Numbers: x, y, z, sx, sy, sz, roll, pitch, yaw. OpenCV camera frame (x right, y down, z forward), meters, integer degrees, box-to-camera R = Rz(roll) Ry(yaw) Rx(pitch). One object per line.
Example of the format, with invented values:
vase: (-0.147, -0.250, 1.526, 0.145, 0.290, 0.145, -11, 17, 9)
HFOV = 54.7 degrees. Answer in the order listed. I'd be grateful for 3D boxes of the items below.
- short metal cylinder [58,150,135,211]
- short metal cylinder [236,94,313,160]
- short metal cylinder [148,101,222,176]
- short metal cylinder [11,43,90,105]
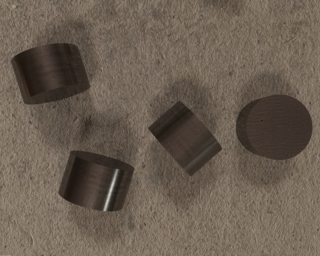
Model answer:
short metal cylinder: (-0.077, 0.063, 0.382, 0.080, 0.080, 0.050, 17, 90, -1)
short metal cylinder: (0.145, -0.001, 0.399, 0.081, 0.050, 0.079, 0, 90, -1)
short metal cylinder: (0.030, 0.013, 0.383, 0.050, 0.080, 0.080, -41, 91, 0)
short metal cylinder: (-0.133, -0.065, 0.381, 0.080, 0.080, 0.050, -17, 90, 0)
